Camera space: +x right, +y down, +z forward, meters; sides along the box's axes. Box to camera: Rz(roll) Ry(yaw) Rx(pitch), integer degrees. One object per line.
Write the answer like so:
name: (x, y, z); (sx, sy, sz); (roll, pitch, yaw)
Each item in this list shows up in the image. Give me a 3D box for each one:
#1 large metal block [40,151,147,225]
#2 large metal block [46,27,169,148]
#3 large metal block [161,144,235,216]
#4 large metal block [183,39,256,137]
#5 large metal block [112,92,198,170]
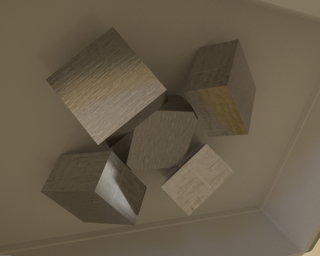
large metal block: (-0.075, 0.073, 0.368); (0.080, 0.050, 0.080); (-7, 137, 30)
large metal block: (-0.049, -0.037, 0.310); (0.080, 0.080, 0.050); (-39, 173, -2)
large metal block: (0.051, 0.067, 0.432); (0.080, 0.050, 0.080); (-44, 174, 2)
large metal block: (0.077, -0.046, 0.377); (0.080, 0.050, 0.080); (55, 42, -39)
large metal block: (-0.007, 0.004, 0.387); (0.081, 0.050, 0.079); (1, 118, -29)
